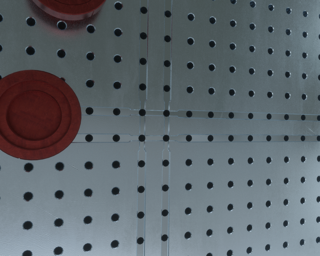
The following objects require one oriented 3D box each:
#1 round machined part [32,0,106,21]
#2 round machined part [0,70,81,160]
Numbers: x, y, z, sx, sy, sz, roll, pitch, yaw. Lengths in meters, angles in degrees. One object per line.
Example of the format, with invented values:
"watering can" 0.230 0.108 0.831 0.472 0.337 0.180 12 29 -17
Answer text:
"round machined part" -0.109 -0.175 0.364 0.099 0.042 0.097 0 90 -21
"round machined part" -0.142 -0.014 0.351 0.099 0.042 0.097 0 90 -21
